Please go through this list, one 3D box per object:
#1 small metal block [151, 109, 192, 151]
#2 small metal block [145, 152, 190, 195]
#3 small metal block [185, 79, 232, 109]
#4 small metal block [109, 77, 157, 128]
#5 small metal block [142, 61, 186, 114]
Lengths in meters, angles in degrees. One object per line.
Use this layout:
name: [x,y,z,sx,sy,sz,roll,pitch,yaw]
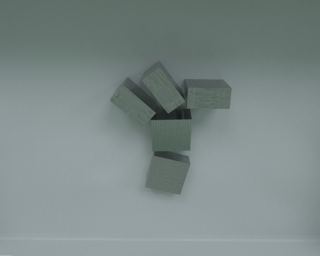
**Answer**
small metal block: [0.014,0.003,0.406,0.050,0.025,0.050,-1,125,0]
small metal block: [0.010,0.061,0.434,0.050,0.025,0.050,14,110,-5]
small metal block: [0.057,-0.043,0.382,0.050,0.050,0.025,1,110,-1]
small metal block: [-0.032,-0.033,0.385,0.050,0.050,0.025,40,105,-13]
small metal block: [0.005,-0.051,0.379,0.025,0.050,0.050,-36,107,12]
